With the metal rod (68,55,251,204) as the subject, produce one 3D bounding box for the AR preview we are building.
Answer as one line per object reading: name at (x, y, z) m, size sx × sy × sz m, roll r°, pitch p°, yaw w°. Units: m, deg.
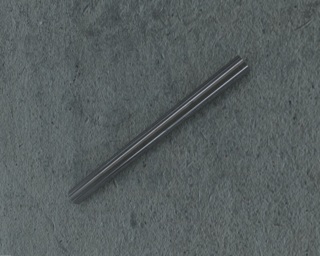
metal rod at (-0.011, 0.011, 0.414) m, size 0.300 × 0.025 × 0.025 m, roll -38°, pitch 78°, yaw 15°
